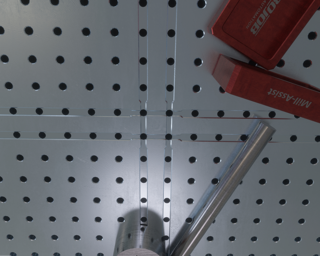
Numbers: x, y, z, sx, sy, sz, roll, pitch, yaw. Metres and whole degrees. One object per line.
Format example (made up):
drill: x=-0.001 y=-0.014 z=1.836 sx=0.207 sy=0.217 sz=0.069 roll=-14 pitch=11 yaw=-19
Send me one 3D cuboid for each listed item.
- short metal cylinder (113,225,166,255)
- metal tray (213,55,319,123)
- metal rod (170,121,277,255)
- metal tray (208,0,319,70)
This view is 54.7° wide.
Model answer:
short metal cylinder: x=-0.031 y=0.198 z=0.473 sx=0.081 sy=0.050 sz=0.079 roll=0 pitch=110 yaw=0
metal tray: x=0.134 y=-0.046 z=0.362 sx=0.131 sy=0.090 sz=0.030 roll=17 pitch=109 yaw=-7
metal rod: x=0.075 y=0.121 z=0.458 sx=0.025 sy=0.025 sz=0.298 roll=26 pitch=108 yaw=-9
metal tray: x=0.129 y=-0.145 z=0.358 sx=0.090 sy=0.030 sz=0.129 roll=30 pitch=107 yaw=-11
